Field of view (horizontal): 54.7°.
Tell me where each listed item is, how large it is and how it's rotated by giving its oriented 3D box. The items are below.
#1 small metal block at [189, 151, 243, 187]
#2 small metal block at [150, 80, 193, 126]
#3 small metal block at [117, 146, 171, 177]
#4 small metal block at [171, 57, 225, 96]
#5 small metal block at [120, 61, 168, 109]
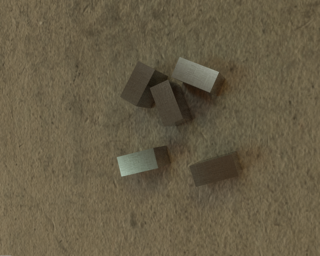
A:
[{"bbox_3d":[0.068,0.048,0.371,0.050,0.050,0.025,-19,84,19],"label":"small metal block"},{"bbox_3d":[0.016,-0.030,0.390,0.025,0.050,0.050,-22,83,18],"label":"small metal block"},{"bbox_3d":[-0.020,0.042,0.402,0.050,0.050,0.025,-16,85,19],"label":"small metal block"},{"bbox_3d":[0.048,-0.061,0.378,0.050,0.050,0.025,25,99,18],"label":"small metal block"},{"bbox_3d":[-0.019,-0.054,0.402,0.025,0.050,0.050,31,100,17],"label":"small metal block"}]
